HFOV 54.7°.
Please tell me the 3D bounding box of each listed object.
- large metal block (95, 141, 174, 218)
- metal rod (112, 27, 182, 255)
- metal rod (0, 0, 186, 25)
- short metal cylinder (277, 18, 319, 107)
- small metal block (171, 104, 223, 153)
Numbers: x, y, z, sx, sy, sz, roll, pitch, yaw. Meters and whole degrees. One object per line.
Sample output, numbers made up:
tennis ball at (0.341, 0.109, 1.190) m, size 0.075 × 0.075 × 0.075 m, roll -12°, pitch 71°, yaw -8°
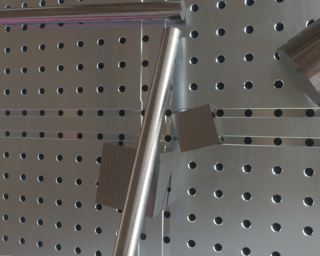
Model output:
large metal block at (-0.032, 0.064, 0.410) m, size 0.080 × 0.050 × 0.079 m, roll 9°, pitch 93°, yaw 19°
metal rod at (-0.013, 0.015, 0.367) m, size 0.025 × 0.025 × 0.299 m, roll 6°, pitch 73°, yaw 19°
metal rod at (-0.112, -0.166, 0.450) m, size 0.301 × 0.025 × 0.025 m, roll 5°, pitch 92°, yaw 19°
short metal cylinder at (0.169, -0.067, 0.324) m, size 0.050 × 0.080 × 0.080 m, roll -37°, pitch 79°, yaw 16°
small metal block at (0.048, 0.001, 0.395) m, size 0.050 × 0.025 × 0.050 m, roll -16°, pitch 85°, yaw 19°
